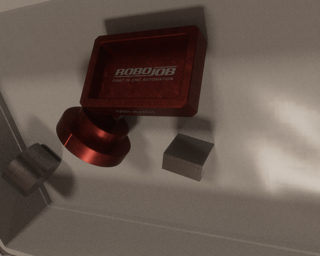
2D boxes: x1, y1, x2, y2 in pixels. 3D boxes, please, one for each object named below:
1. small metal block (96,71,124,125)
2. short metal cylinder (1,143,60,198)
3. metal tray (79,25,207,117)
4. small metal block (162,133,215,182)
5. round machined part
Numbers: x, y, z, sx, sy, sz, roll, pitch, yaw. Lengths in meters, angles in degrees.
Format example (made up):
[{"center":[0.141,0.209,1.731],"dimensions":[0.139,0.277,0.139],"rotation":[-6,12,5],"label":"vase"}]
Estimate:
[{"center":[-0.059,-0.040,0.394],"dimensions":[0.050,0.050,0.025],"rotation":[38,164,2],"label":"small metal block"},{"center":[-0.219,0.072,0.530],"dimensions":[0.050,0.080,0.080],"rotation":[42,129,-1],"label":"short metal cylinder"},{"center":[-0.020,-0.060,0.341],"dimensions":[0.130,0.090,0.030],"rotation":[2,164,26],"label":"metal tray"},{"center":[0.036,0.036,0.394],"dimensions":[0.050,0.050,0.025],"rotation":[17,125,18],"label":"small metal block"},{"center":[-0.080,0.002,0.406],"dimensions":[0.098,0.098,0.042],"rotation":[37,112,2],"label":"round machined part"}]
